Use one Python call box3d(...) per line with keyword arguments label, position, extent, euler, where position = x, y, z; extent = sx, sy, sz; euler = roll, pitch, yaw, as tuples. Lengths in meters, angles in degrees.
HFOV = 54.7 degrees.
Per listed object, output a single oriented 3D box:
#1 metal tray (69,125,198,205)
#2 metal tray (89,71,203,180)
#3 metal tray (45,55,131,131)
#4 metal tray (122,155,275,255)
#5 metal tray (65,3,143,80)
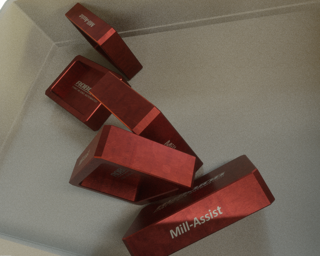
box3d(label="metal tray", position=(-0.034, 0.045, 0.313), extent=(0.129, 0.091, 0.030), euler=(-38, 35, 58))
box3d(label="metal tray", position=(-0.011, 0.002, 0.343), extent=(0.030, 0.130, 0.090), euler=(-47, 51, -4))
box3d(label="metal tray", position=(-0.119, -0.061, 0.502), extent=(0.130, 0.030, 0.090), euler=(31, 78, 37))
box3d(label="metal tray", position=(0.036, 0.075, 0.298), extent=(0.130, 0.090, 0.030), euler=(-30, 88, 9))
box3d(label="metal tray", position=(-0.090, -0.140, 0.497), extent=(0.030, 0.090, 0.130), euler=(-44, 51, -2))
